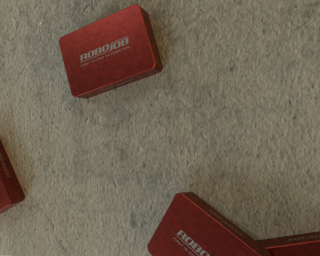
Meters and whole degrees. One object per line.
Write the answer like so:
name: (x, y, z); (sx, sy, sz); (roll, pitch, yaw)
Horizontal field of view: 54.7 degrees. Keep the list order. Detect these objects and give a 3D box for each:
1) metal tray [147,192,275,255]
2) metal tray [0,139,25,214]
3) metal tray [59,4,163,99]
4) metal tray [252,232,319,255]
metal tray: (0.055, 0.148, 0.367); (0.130, 0.030, 0.090); (34, 101, 34)
metal tray: (-0.285, 0.079, 0.504); (0.090, 0.030, 0.130); (-31, 80, 17)
metal tray: (-0.070, -0.102, 0.430); (0.130, 0.030, 0.090); (-17, 85, 18)
metal tray: (0.179, 0.165, 0.343); (0.130, 0.030, 0.090); (-16, 85, 18)
